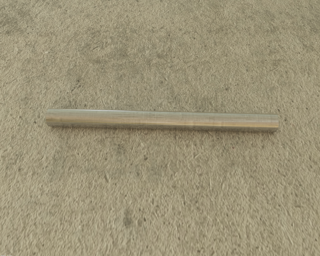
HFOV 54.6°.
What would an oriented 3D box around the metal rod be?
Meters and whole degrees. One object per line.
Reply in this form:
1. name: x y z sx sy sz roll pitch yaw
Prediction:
1. metal rod: 0.002 -0.010 0.414 0.302 0.025 0.025 1 50 1
